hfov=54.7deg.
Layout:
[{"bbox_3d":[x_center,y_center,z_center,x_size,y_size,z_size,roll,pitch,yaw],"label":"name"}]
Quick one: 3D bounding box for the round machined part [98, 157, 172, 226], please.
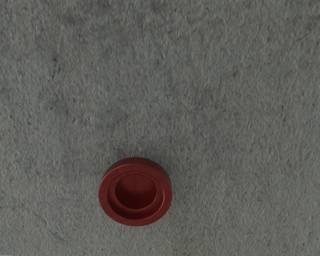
[{"bbox_3d":[-0.033,0.084,0.431,0.099,0.042,0.097,0,110,-1],"label":"round machined part"}]
